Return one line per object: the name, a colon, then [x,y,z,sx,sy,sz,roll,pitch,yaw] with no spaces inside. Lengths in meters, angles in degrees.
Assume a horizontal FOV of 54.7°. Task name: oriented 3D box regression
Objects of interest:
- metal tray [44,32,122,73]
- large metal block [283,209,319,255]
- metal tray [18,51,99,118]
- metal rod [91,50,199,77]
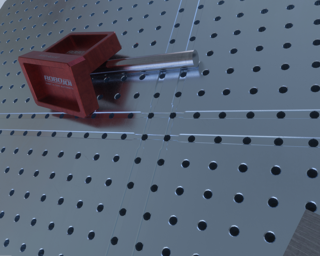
metal tray: [-0.141,-0.131,0.534,0.130,0.030,0.090,14,49,39]
large metal block: [0.139,0.124,0.243,0.080,0.050,0.080,24,74,36]
metal tray: [-0.162,-0.071,0.493,0.130,0.089,0.030,14,39,33]
metal rod: [-0.082,-0.100,0.512,0.300,0.025,0.025,0,62,28]
